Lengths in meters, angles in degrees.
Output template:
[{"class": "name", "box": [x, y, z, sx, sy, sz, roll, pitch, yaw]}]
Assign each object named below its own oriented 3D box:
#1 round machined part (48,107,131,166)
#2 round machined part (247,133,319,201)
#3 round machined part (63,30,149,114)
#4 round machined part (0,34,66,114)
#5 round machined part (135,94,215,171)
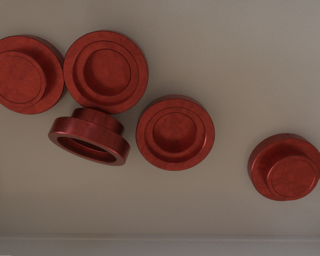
[{"class": "round machined part", "box": [-0.083, 0.009, 0.386, 0.099, 0.098, 0.042, 21, 68, -8]}, {"class": "round machined part", "box": [0.175, 0.060, 0.426, 0.099, 0.042, 0.097, 0, 110, 0]}, {"class": "round machined part", "box": [-0.062, -0.069, 0.376, 0.099, 0.042, 0.097, 0, 110, 0]}, {"class": "round machined part", "box": [-0.166, -0.062, 0.378, 0.099, 0.042, 0.097, 0, 110, 0]}, {"class": "round machined part", "box": [0.019, 0.003, 0.403, 0.099, 0.042, 0.097, 0, 110, 0]}]
